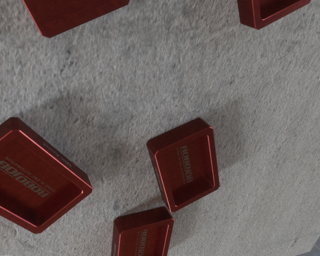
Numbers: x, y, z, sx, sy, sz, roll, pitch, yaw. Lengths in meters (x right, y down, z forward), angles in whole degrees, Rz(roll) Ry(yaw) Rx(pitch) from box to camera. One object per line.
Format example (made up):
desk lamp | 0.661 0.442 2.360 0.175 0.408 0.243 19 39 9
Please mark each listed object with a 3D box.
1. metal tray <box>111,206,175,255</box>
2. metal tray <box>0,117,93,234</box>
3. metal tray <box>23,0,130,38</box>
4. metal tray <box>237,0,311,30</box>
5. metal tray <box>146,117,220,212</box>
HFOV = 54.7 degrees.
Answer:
metal tray | -0.031 0.195 0.508 0.091 0.030 0.129 -6 121 -26
metal tray | -0.153 0.060 0.357 0.090 0.030 0.130 -39 130 -2
metal tray | -0.089 -0.155 0.260 0.090 0.030 0.129 -28 128 -11
metal tray | 0.130 -0.193 0.357 0.090 0.030 0.129 -30 129 -10
metal tray | 0.039 0.058 0.462 0.091 0.030 0.129 -24 128 -14
